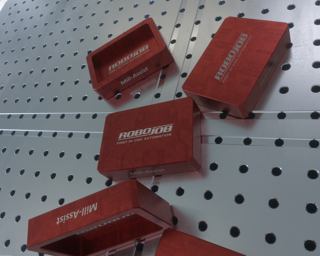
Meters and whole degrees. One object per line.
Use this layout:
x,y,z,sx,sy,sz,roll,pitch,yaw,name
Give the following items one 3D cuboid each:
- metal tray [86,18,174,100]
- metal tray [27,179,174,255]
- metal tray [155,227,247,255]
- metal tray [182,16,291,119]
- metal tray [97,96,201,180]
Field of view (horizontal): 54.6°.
-0.052,-0.113,0.503,0.130,0.030,0.090,-28,52,10,metal tray
-0.062,0.104,0.335,0.130,0.090,0.030,-24,53,14,metal tray
0.026,0.171,0.287,0.090,0.030,0.130,10,66,32,metal tray
0.099,-0.083,0.405,0.090,0.030,0.130,22,74,36,metal tray
-0.014,0.015,0.404,0.130,0.030,0.090,-10,57,22,metal tray
